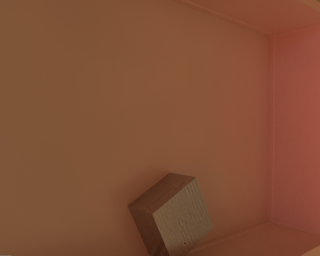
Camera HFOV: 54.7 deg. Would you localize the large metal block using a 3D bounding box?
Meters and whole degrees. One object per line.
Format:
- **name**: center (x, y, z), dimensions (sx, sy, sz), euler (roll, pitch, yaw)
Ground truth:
- **large metal block**: center (0.016, 0.116, 0.406), dimensions (0.081, 0.050, 0.080), euler (-33, 111, -35)
